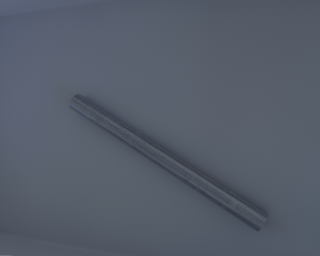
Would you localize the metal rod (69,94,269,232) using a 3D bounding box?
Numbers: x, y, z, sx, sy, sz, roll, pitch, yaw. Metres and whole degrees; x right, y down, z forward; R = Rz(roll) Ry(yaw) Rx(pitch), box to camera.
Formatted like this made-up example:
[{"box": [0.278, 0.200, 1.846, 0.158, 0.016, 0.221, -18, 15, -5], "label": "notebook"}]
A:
[{"box": [0.000, 0.037, 0.409, 0.300, 0.025, 0.025, 32, 100, 16], "label": "metal rod"}]
